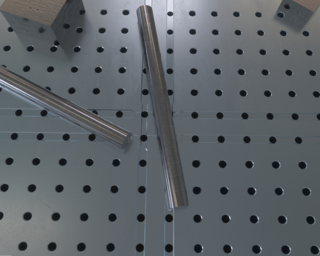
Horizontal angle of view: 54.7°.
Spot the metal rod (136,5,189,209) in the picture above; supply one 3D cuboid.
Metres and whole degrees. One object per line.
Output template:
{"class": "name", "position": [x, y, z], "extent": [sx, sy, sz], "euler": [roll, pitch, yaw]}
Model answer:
{"class": "metal rod", "position": [0.000, -0.042, 0.427], "extent": [0.025, 0.025, 0.299], "euler": [-8, 70, -3]}

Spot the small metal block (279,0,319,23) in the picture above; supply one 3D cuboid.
{"class": "small metal block", "position": [0.226, -0.202, 0.488], "extent": [0.050, 0.025, 0.050], "euler": [36, 74, 12]}

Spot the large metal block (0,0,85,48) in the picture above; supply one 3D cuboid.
{"class": "large metal block", "position": [-0.172, -0.178, 0.462], "extent": [0.080, 0.050, 0.080], "euler": [20, 71, 7]}

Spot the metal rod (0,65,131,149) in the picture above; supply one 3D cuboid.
{"class": "metal rod", "position": [-0.176, -0.050, 0.428], "extent": [0.301, 0.025, 0.025], "euler": [27, 72, 9]}
